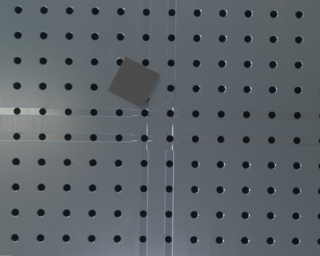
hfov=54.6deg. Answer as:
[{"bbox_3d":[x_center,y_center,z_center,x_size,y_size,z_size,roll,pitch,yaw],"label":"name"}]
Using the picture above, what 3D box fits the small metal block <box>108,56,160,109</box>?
[{"bbox_3d":[-0.034,-0.059,0.413,0.050,0.025,0.050,27,90,0],"label":"small metal block"}]
